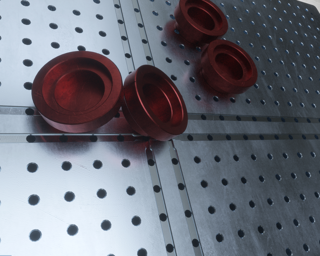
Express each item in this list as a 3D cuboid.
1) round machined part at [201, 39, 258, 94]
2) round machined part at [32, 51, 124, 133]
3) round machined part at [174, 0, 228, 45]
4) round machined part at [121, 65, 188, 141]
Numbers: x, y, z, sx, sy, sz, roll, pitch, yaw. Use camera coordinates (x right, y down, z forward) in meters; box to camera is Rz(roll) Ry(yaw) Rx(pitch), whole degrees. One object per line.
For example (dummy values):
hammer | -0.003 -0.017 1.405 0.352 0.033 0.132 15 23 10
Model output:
round machined part | 0.110 -0.097 0.518 0.099 0.042 0.098 14 56 -21
round machined part | -0.091 -0.038 0.357 0.099 0.042 0.098 0 63 -1
round machined part | 0.068 -0.187 0.550 0.099 0.042 0.098 14 56 -21
round machined part | -0.011 -0.028 0.395 0.098 0.042 0.098 34 41 -36
